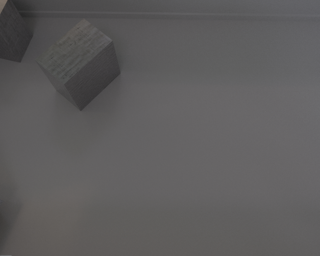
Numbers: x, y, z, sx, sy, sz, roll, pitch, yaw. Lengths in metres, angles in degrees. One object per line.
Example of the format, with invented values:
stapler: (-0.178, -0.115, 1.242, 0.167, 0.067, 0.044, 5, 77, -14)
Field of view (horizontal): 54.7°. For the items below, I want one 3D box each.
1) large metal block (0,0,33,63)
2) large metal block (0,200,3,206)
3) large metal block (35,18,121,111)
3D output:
large metal block: (-0.239, -0.141, 0.430, 0.080, 0.080, 0.050, 13, 71, 5)
large metal block: (-0.236, 0.096, 0.331, 0.050, 0.080, 0.080, -1, 55, 38)
large metal block: (-0.103, -0.080, 0.409, 0.050, 0.080, 0.080, 39, 75, 13)
